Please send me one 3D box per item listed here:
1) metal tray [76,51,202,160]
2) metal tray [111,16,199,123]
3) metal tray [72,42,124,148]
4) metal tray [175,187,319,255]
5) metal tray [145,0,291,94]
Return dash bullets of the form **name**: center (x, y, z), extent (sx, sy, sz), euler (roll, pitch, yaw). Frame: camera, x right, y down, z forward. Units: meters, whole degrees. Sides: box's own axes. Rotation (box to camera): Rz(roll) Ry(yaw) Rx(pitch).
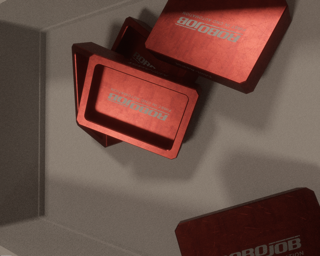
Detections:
- **metal tray**: center (-0.026, -0.027, 0.367), extent (0.131, 0.030, 0.089), euler (21, 113, 6)
- **metal tray**: center (-0.017, -0.078, 0.415), extent (0.130, 0.030, 0.089), euler (46, 117, 30)
- **metal tray**: center (-0.088, -0.048, 0.443), extent (0.090, 0.030, 0.129), euler (31, 128, 40)
- **metal tray**: center (0.089, 0.116, 0.286), extent (0.131, 0.030, 0.090), euler (-17, 77, 4)
- **metal tray**: center (0.057, -0.101, 0.332), extent (0.130, 0.030, 0.090), euler (29, 90, 31)
